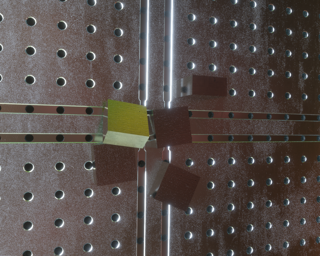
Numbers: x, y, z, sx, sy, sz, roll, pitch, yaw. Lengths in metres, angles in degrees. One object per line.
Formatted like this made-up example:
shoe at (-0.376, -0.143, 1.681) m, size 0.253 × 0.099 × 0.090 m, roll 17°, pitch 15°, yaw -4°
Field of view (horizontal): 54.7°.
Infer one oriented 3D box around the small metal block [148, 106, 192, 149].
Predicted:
small metal block at (0.013, -0.002, 0.418) m, size 0.050 × 0.025 × 0.050 m, roll -8°, pitch 93°, yaw -20°

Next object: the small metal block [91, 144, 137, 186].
small metal block at (-0.059, 0.043, 0.392) m, size 0.050 × 0.025 × 0.050 m, roll -5°, pitch 92°, yaw -20°

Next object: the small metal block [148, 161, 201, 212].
small metal block at (0.020, 0.079, 0.421) m, size 0.050 × 0.025 × 0.050 m, roll 26°, pitch 81°, yaw -19°

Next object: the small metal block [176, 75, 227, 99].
small metal block at (0.056, -0.054, 0.421) m, size 0.050 × 0.050 × 0.025 m, roll 1°, pitch 90°, yaw -20°

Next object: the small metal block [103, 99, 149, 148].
small metal block at (-0.043, -0.005, 0.384) m, size 0.050 × 0.025 × 0.050 m, roll 9°, pitch 49°, yaw -20°
